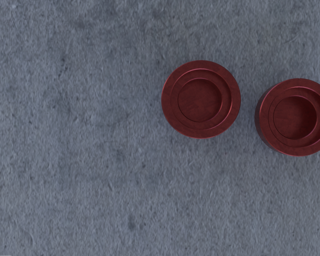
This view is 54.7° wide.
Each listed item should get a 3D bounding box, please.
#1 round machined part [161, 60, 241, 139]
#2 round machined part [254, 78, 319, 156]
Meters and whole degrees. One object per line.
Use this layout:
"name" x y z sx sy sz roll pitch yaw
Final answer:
"round machined part" 0.051 -0.035 0.402 0.099 0.042 0.097 0 90 -1
"round machined part" 0.172 -0.013 0.404 0.099 0.042 0.097 0 90 -1
